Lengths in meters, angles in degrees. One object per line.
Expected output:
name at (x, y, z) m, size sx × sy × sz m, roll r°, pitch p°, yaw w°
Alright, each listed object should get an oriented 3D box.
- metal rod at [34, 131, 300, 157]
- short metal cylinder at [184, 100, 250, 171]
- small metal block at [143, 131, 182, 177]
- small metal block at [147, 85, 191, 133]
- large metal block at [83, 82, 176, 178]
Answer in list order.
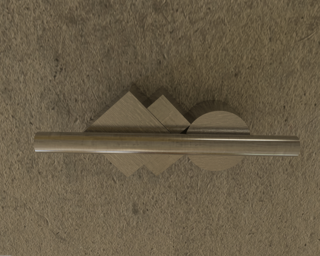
metal rod at (0.009, 0.019, 0.363) m, size 0.302 × 0.025 × 0.025 m, roll 1°, pitch 110°, yaw -1°
short metal cylinder at (0.070, 0.008, 0.401) m, size 0.081 × 0.050 × 0.079 m, roll 0°, pitch 110°, yaw 0°
small metal block at (0.006, 0.029, 0.409) m, size 0.050 × 0.050 × 0.025 m, roll -40°, pitch 106°, yaw 13°
small metal block at (0.011, -0.022, 0.390) m, size 0.025 × 0.050 × 0.050 m, roll -41°, pitch 106°, yaw 13°
large metal block at (-0.038, 0.002, 0.396) m, size 0.080 × 0.050 × 0.080 m, roll -40°, pitch 106°, yaw 13°
